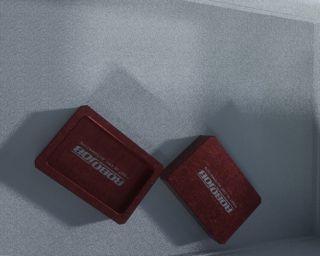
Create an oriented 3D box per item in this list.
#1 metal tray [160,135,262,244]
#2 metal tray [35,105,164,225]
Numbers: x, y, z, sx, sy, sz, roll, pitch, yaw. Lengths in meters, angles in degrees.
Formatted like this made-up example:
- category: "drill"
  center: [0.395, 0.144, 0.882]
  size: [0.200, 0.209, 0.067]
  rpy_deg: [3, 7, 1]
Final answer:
- category: "metal tray"
  center: [0.074, 0.085, 0.437]
  size: [0.090, 0.030, 0.130]
  rpy_deg: [-42, 104, -15]
- category: "metal tray"
  center: [-0.072, 0.045, 0.381]
  size: [0.130, 0.030, 0.090]
  rpy_deg: [40, 77, -16]
